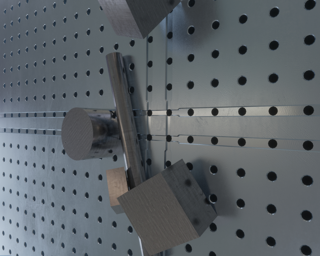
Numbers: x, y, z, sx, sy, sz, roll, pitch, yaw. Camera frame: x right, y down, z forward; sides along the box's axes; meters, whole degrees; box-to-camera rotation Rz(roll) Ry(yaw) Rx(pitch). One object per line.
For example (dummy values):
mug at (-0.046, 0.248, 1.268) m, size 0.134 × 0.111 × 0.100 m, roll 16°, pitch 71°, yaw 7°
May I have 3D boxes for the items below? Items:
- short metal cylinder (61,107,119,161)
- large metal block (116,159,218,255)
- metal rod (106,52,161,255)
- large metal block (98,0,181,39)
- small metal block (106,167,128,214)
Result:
short metal cylinder at (-0.109, 0.009, 0.483) m, size 0.080 × 0.050 × 0.079 m, roll 0°, pitch 90°, yaw 40°
large metal block at (0.008, 0.096, 0.375) m, size 0.080 × 0.050 × 0.080 m, roll -36°, pitch 83°, yaw 34°
metal rod at (-0.040, 0.036, 0.441) m, size 0.025 × 0.025 × 0.299 m, roll -19°, pitch 78°, yaw 38°
large metal block at (-0.029, -0.168, 0.376) m, size 0.050 × 0.080 × 0.080 m, roll 21°, pitch 62°, yaw 38°
small metal block at (-0.055, 0.088, 0.430) m, size 0.025 × 0.050 × 0.050 m, roll -11°, pitch 63°, yaw -4°
